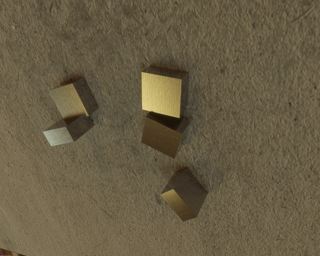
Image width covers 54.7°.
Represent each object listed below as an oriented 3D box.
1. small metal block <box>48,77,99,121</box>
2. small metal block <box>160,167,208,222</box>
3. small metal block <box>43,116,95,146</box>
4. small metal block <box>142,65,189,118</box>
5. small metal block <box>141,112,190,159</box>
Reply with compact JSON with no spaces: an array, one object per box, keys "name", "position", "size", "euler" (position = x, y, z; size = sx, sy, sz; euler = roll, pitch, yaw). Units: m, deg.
[{"name":"small metal block","position":[-0.124,-0.041,0.447],"size":[0.050,0.025,0.050],"euler":[-10,114,32]},{"name":"small metal block","position":[0.035,0.091,0.429],"size":[0.025,0.050,0.050],"euler":[-32,100,38]},{"name":"small metal block","position":[-0.135,0.001,0.462],"size":[0.050,0.050,0.025],"euler":[-10,114,32]},{"name":"small metal block","position":[0.006,-0.045,0.376],"size":[0.050,0.025,0.050],"euler":[14,124,20]},{"name":"small metal block","position":[0.006,0.006,0.402],"size":[0.050,0.025,0.050],"euler":[26,138,12]}]
